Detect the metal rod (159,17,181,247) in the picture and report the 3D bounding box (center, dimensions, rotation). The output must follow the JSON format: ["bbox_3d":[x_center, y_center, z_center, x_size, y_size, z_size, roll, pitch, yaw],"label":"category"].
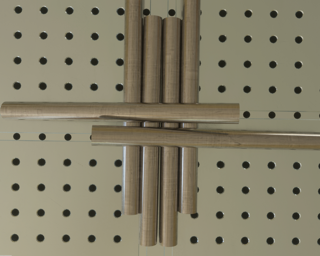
[{"bbox_3d":[0.014,0.005,0.414,0.025,0.025,0.298,1,90,0],"label":"metal rod"}]

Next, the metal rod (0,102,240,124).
[{"bbox_3d":[-0.056,-0.020,0.390,0.301,0.025,0.025,1,90,9],"label":"metal rod"}]

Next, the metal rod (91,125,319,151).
[{"bbox_3d":[0.068,0.013,0.393,0.302,0.025,0.025,2,90,-9],"label":"metal rod"}]

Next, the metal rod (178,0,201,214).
[{"bbox_3d":[0.039,-0.038,0.413,0.025,0.025,0.298,1,90,0],"label":"metal rod"}]

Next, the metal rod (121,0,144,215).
[{"bbox_3d":[-0.037,-0.037,0.412,0.025,0.025,0.298,1,90,0],"label":"metal rod"}]

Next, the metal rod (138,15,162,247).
[{"bbox_3d":[-0.013,0.004,0.412,0.025,0.025,0.298,1,90,0],"label":"metal rod"}]
